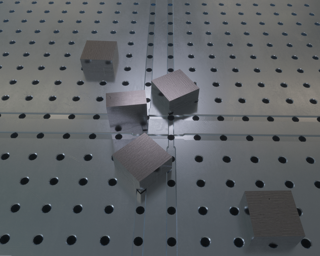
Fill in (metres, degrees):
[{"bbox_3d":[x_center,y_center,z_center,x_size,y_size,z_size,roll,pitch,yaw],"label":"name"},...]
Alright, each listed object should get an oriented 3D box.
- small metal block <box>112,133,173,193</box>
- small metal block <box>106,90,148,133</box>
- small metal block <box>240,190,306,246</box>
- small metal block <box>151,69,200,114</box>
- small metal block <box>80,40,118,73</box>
[{"bbox_3d":[-0.021,0.041,0.374,0.050,0.025,0.050,-35,58,-26],"label":"small metal block"},{"bbox_3d":[-0.043,-0.022,0.410,0.050,0.050,0.025,-6,50,-5],"label":"small metal block"},{"bbox_3d":[0.117,0.095,0.329,0.050,0.025,0.050,-1,50,-1],"label":"small metal block"},{"bbox_3d":[0.022,-0.055,0.454,0.050,0.025,0.050,-25,54,-20],"label":"small metal block"},{"bbox_3d":[-0.098,-0.117,0.506,0.050,0.025,0.050,3,50,2],"label":"small metal block"}]
